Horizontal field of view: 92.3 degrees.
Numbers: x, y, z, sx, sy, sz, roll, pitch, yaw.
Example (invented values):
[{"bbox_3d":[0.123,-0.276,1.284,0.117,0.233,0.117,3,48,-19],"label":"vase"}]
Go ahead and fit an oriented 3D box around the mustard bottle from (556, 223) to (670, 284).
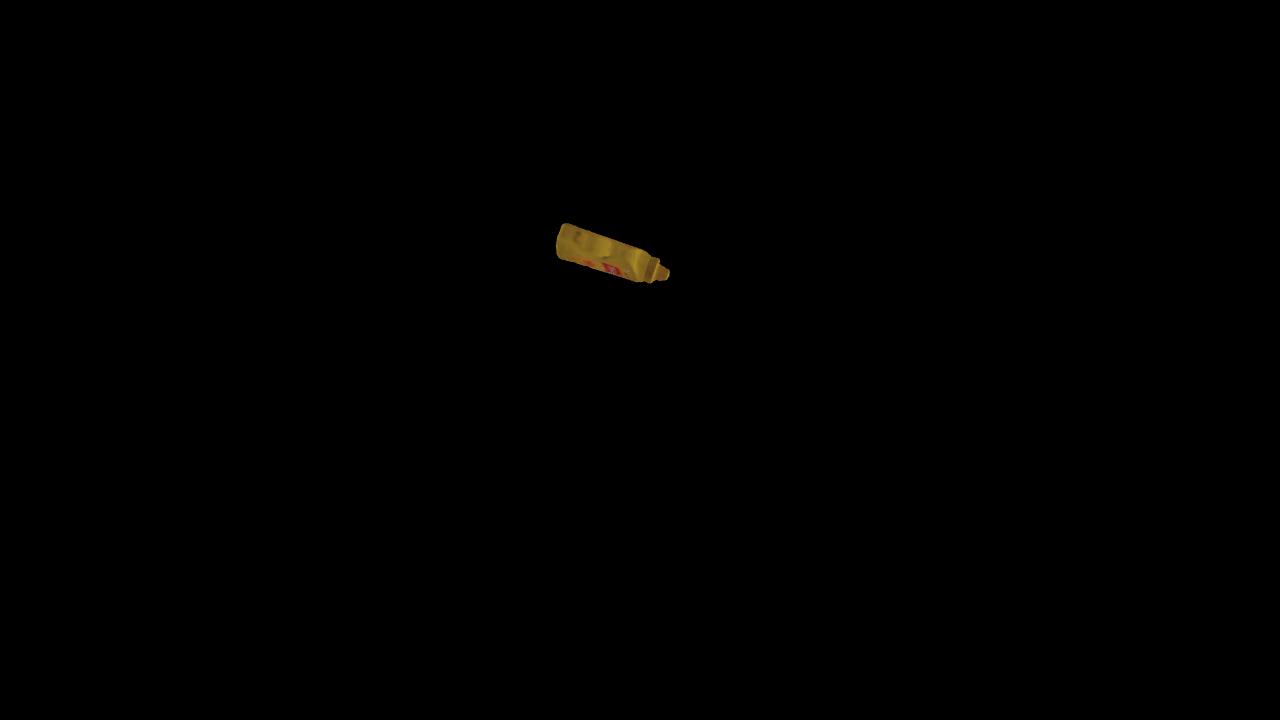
[{"bbox_3d":[-0.040,-0.164,0.990,0.184,0.054,0.092,18,-15,2],"label":"mustard bottle"}]
